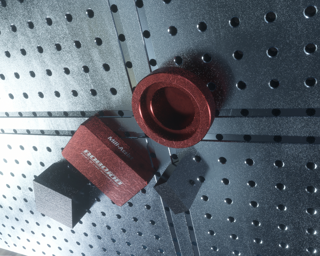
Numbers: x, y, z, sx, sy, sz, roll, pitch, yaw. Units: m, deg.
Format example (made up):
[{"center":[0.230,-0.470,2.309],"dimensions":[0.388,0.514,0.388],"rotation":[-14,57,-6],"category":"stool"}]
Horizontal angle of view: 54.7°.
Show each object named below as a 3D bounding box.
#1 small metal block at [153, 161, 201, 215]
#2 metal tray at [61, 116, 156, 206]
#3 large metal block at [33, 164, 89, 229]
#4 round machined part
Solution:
[{"center":[0.025,0.082,0.432],"dimensions":[0.025,0.050,0.050],"rotation":[-30,102,37],"category":"small metal block"},{"center":[-0.082,0.054,0.483],"dimensions":[0.130,0.030,0.090],"rotation":[43,129,-2],"category":"metal tray"},{"center":[-0.177,0.124,0.562],"dimensions":[0.080,0.050,0.079],"rotation":[21,126,15],"category":"large metal block"},{"center":[0.019,-0.028,0.372],"dimensions":[0.098,0.042,0.097],"rotation":[13,124,20],"category":"round machined part"}]
